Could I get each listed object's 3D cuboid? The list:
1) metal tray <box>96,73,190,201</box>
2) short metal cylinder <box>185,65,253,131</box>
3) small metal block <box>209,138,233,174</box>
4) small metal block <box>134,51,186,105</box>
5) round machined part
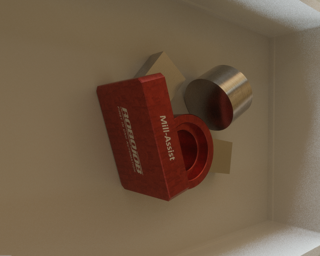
[{"bbox_3d":[-0.021,0.010,0.346,0.030,0.090,0.129,-22,104,-38],"label":"metal tray"},{"bbox_3d":[0.083,-0.043,0.440,0.050,0.080,0.080,-36,113,-34],"label":"short metal cylinder"},{"bbox_3d":[0.084,0.043,0.477,0.050,0.025,0.050,12,82,-38],"label":"small metal block"},{"bbox_3d":[-0.001,-0.063,0.406,0.050,0.025,0.050,47,62,-28],"label":"small metal block"},{"bbox_3d":[0.023,0.030,0.413,0.099,0.042,0.097,0,90,-40],"label":"round machined part"}]
